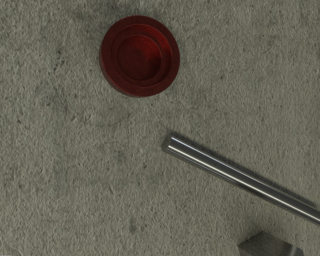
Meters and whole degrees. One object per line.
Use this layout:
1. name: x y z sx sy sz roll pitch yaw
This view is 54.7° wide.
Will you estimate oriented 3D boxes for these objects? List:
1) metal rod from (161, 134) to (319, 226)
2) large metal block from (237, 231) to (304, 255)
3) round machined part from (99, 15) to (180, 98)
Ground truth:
1. metal rod: 0.136 0.085 0.461 0.301 0.025 0.025 27 81 -19
2. large metal block: 0.166 0.207 0.443 0.050 0.080 0.080 -23 98 -19
3. round machined part: -0.028 -0.087 0.390 0.099 0.042 0.097 0 90 -21
